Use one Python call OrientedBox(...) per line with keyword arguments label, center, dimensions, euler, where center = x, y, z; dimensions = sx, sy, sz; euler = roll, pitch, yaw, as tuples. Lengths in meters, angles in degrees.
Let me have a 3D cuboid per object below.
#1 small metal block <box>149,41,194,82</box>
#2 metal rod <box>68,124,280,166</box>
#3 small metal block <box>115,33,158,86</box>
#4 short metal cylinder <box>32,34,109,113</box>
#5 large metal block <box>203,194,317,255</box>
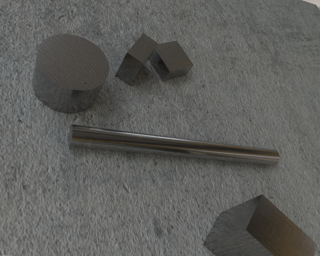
OrientedBox(label="small metal block", center=(0.015, -0.104, 0.477), dimensions=(0.050, 0.025, 0.050), euler=(-22, 74, -36))
OrientedBox(label="metal rod", center=(0.036, 0.027, 0.408), dimensions=(0.302, 0.025, 0.025), euler=(8, 58, -25))
OrientedBox(label="small metal block", center=(-0.033, -0.095, 0.429), dimensions=(0.025, 0.050, 0.050), euler=(34, 51, -7))
OrientedBox(label="short metal cylinder", center=(-0.107, -0.064, 0.370), dimensions=(0.081, 0.050, 0.080), euler=(14, 56, -21))
OrientedBox(label="large metal block", center=(0.110, 0.131, 0.350), dimensions=(0.080, 0.080, 0.050), euler=(43, 51, 0))
